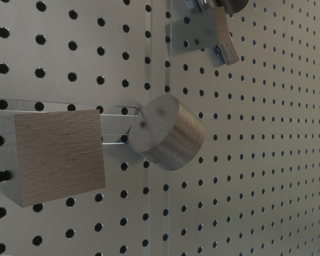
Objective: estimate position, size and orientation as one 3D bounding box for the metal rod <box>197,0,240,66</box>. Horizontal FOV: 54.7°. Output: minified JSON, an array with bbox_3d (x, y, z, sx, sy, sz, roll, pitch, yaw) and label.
[{"bbox_3d":[0.049,-0.227,0.449,0.025,0.025,0.299,-46,117,-30],"label":"metal rod"}]

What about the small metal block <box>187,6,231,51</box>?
[{"bbox_3d":[0.071,-0.144,0.451,0.025,0.050,0.050,-22,104,-38],"label":"small metal block"}]

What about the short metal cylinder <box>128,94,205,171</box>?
[{"bbox_3d":[0.008,0.006,0.380,0.050,0.080,0.080,38,67,-34],"label":"short metal cylinder"}]

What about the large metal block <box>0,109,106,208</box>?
[{"bbox_3d":[-0.105,0.024,0.305,0.081,0.050,0.079,-7,95,-40],"label":"large metal block"}]

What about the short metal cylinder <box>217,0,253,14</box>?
[{"bbox_3d":[0.111,-0.220,0.466,0.050,0.080,0.080,-46,118,-30],"label":"short metal cylinder"}]
